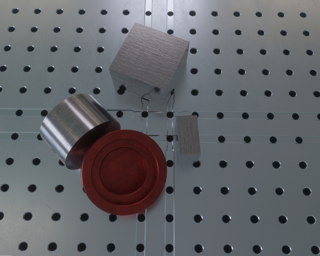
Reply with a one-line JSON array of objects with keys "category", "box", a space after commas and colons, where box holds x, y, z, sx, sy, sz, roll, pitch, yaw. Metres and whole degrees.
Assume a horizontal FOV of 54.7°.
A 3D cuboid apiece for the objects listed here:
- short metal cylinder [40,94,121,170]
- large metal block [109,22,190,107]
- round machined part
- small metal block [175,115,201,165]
[{"category": "short metal cylinder", "box": [-0.096, 0.005, 0.378, 0.080, 0.080, 0.050, -41, 71, -13]}, {"category": "large metal block", "box": [-0.013, -0.088, 0.430, 0.080, 0.050, 0.080, 22, 71, 8]}, {"category": "round machined part", "box": [-0.045, 0.051, 0.371, 0.099, 0.042, 0.097, 1, 88, -17]}, {"category": "small metal block", "box": [0.034, 0.016, 0.392, 0.025, 0.050, 0.050, -3, 70, -1]}]
